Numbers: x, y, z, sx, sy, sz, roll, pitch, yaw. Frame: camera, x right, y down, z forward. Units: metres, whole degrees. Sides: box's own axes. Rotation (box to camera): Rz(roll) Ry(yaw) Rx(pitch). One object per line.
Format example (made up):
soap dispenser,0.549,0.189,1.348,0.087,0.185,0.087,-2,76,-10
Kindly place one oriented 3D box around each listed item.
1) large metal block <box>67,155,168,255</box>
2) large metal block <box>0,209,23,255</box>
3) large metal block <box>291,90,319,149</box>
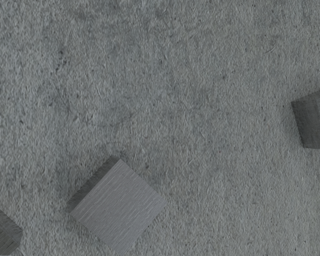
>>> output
large metal block,-0.053,0.091,0.376,0.080,0.050,0.080,46,76,-15
large metal block,-0.206,0.117,0.320,0.080,0.050,0.080,-43,104,-15
large metal block,0.268,-0.018,0.494,0.081,0.050,0.080,-21,97,-19
